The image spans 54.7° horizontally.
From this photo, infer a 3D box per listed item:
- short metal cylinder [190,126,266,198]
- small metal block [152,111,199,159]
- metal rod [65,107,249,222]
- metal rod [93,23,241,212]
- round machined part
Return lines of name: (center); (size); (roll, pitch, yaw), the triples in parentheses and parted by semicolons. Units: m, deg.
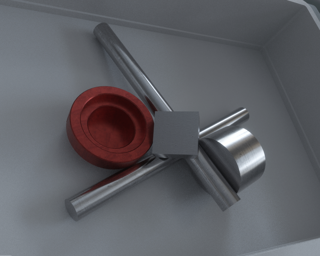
short metal cylinder: (0.083, 0.042, 0.389); (0.050, 0.080, 0.080); (-22, 74, -36)
small metal block: (0.020, 0.008, 0.358); (0.050, 0.025, 0.050); (1, 74, 10)
metal rod: (0.021, 0.030, 0.398); (0.302, 0.025, 0.025); (-25, 76, -37)
metal rod: (-0.002, -0.027, 0.398); (0.025, 0.025, 0.299); (-21, 66, -36)
round machined part: (-0.059, 0.003, 0.361); (0.099, 0.042, 0.098); (14, 56, -21)
